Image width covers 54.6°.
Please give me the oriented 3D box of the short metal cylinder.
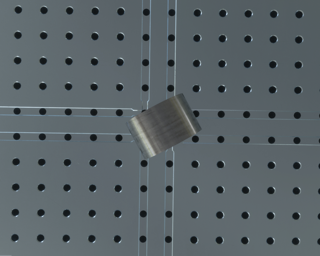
[{"bbox_3d":[0.005,-0.002,0.385,0.080,0.080,0.050,-28,89,0],"label":"short metal cylinder"}]
